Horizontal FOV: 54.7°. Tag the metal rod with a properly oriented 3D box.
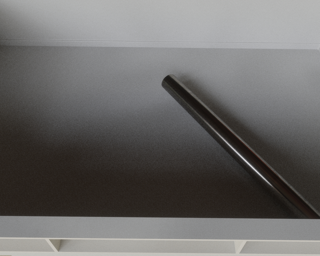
[{"bbox_3d":[0.097,0.026,0.384,0.025,0.025,0.300,-27,55,-21],"label":"metal rod"}]
